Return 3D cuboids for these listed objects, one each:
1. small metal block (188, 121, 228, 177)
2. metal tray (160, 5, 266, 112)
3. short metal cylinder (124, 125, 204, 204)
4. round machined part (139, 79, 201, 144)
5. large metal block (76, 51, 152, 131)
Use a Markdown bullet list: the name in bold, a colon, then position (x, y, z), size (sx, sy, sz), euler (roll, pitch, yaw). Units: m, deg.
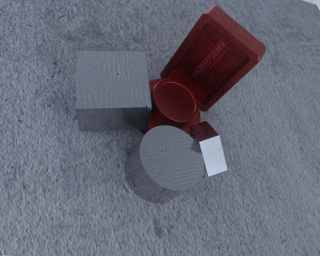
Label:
- **small metal block**: position (0.060, 0.025, 0.394), size (0.025, 0.050, 0.050), euler (-19, 113, -3)
- **metal tray**: position (0.067, -0.090, 0.429), size (0.090, 0.129, 0.030), euler (39, 51, -2)
- **short metal cylinder**: position (0.004, 0.044, 0.367), size (0.081, 0.050, 0.080), euler (14, 56, -21)
- **round machined part**: position (0.013, -0.028, 0.421), size (0.099, 0.042, 0.098), euler (14, 56, -21)
- **large metal block**: position (-0.057, -0.044, 0.371), size (0.081, 0.050, 0.080), euler (-2, 62, -10)
